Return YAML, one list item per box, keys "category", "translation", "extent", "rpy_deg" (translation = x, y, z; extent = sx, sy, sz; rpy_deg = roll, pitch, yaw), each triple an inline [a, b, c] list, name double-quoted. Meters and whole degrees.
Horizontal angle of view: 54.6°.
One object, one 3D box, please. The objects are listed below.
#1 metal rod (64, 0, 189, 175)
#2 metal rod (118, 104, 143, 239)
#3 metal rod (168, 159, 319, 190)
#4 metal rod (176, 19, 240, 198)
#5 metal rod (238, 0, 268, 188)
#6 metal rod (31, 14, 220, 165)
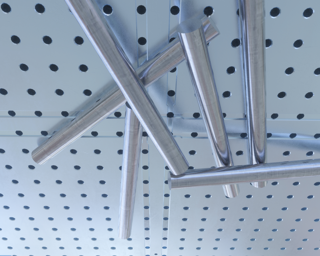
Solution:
- category: "metal rod"
  translation: [-0.042, -0.063, 0.329]
  extent: [0.025, 0.025, 0.299]
  rpy_deg: [-22, 119, 17]
- category: "metal rod"
  translation: [-0.048, 0.083, 0.481]
  extent: [0.025, 0.025, 0.298]
  rpy_deg: [5, 130, -5]
- category: "metal rod"
  translation: [0.161, 0.060, 0.433]
  extent: [0.302, 0.025, 0.025]
  rpy_deg: [-3, 131, -10]
- category: "metal rod"
  translation: [0.071, 0.002, 0.395]
  extent: [0.025, 0.025, 0.299]
  rpy_deg: [-13, 135, 11]
- category: "metal rod"
  translation: [0.120, -0.027, 0.388]
  extent: [0.025, 0.025, 0.299]
  rpy_deg: [-10, 130, 8]
- category: "metal rod"
  translation: [-0.059, -0.033, 0.382]
  extent: [0.299, 0.025, 0.025]
  rpy_deg: [-33, 123, 25]
